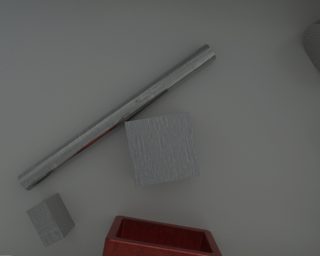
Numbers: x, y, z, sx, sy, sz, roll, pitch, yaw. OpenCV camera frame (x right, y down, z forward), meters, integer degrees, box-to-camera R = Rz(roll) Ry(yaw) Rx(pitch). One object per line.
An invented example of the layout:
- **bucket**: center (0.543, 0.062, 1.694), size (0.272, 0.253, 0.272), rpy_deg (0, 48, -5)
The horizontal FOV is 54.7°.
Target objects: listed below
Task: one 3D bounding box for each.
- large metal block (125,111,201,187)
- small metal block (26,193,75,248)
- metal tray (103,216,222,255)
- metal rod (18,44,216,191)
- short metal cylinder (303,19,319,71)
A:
- **large metal block**: center (0.003, 0.025, 0.399), size (0.081, 0.050, 0.080), rpy_deg (-9, 90, -1)
- **small metal block**: center (-0.138, 0.116, 0.397), size (0.025, 0.050, 0.050), rpy_deg (-28, 90, 0)
- **metal tray**: center (0.002, 0.145, 0.379), size (0.131, 0.090, 0.030), rpy_deg (10, 90, -1)
- **metal rod**: center (-0.056, -0.015, 0.410), size (0.301, 0.025, 0.025), rpy_deg (-35, 90, -1)
- **short metal cylinder**: center (0.229, -0.107, 0.387), size (0.050, 0.080, 0.080), rpy_deg (-32, 90, 0)
